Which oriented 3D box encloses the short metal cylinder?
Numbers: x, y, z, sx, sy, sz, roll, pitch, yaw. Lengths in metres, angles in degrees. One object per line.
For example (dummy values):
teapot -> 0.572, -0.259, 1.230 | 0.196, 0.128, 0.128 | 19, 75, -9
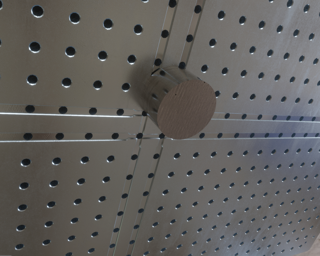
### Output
short metal cylinder -> 0.023, -0.032, 0.389 | 0.081, 0.050, 0.079 | -14, 125, -21
